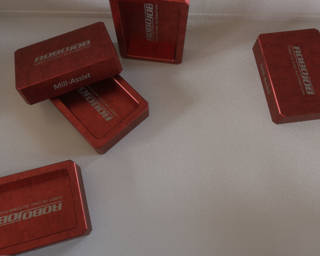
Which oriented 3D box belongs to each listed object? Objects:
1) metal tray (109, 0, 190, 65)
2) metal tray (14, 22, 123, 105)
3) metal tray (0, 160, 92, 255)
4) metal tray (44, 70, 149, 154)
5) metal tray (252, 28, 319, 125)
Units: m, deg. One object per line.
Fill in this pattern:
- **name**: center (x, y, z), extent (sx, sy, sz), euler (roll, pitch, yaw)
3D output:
- **metal tray**: center (-0.011, -0.134, 0.403), extent (0.091, 0.130, 0.030), euler (7, 71, 2)
- **metal tray**: center (-0.125, -0.090, 0.418), extent (0.131, 0.030, 0.090), euler (-21, 50, -5)
- **metal tray**: center (-0.156, 0.098, 0.368), extent (0.131, 0.030, 0.090), euler (-14, 71, -6)
- **metal tray**: center (-0.089, -0.040, 0.420), extent (0.090, 0.030, 0.130), euler (-42, 76, -14)
- **metal tray**: center (0.192, -0.075, 0.437), extent (0.091, 0.030, 0.129), euler (-7, 70, -3)
